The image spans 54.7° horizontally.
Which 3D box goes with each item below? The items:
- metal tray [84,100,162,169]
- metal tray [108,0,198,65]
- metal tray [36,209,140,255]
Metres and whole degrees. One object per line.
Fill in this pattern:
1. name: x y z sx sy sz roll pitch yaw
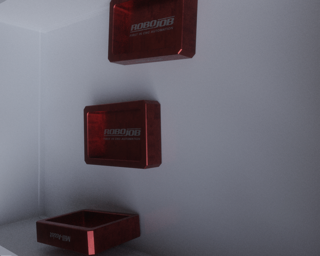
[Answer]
1. metal tray: -0.058 0.009 0.448 0.130 0.030 0.089 -2 89 39
2. metal tray: -0.014 -0.135 0.412 0.130 0.030 0.089 4 93 39
3. metal tray: -0.104 0.145 0.447 0.130 0.091 0.030 -7 86 39
